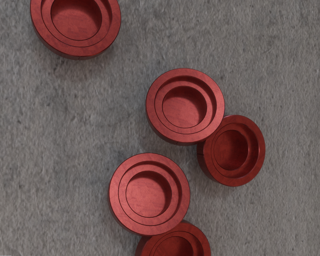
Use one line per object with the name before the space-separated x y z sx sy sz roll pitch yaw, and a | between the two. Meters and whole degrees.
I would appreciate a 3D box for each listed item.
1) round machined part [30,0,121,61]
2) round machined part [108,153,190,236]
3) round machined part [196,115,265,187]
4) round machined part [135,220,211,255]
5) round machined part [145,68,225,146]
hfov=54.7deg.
round machined part | -0.099 -0.128 0.364 0.099 0.042 0.097 0 90 -21
round machined part | -0.016 0.083 0.384 0.099 0.042 0.098 5 67 -13
round machined part | 0.095 0.031 0.437 0.099 0.042 0.097 0 90 -21
round machined part | 0.014 0.167 0.407 0.099 0.042 0.097 0 90 -21
round machined part | 0.030 -0.024 0.401 0.099 0.042 0.098 1 75 -3
